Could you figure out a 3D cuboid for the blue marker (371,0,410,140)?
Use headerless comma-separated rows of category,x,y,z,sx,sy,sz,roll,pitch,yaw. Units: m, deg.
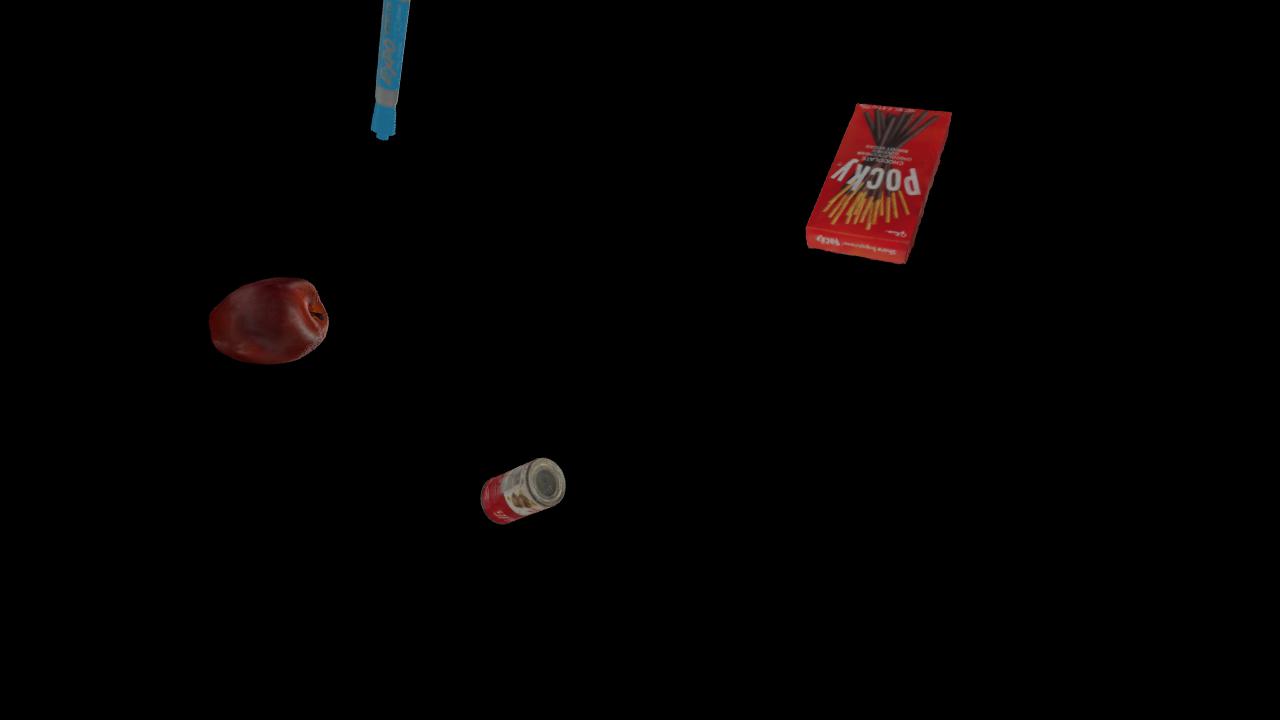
blue marker,-0.193,-0.231,0.476,0.020,0.121,0.020,16,31,-10

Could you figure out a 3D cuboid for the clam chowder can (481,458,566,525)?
clam chowder can,-0.158,0.177,0.831,0.102,0.068,0.068,-28,-16,34

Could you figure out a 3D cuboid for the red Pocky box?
red Pocky box,0.203,-0.154,0.521,0.083,0.155,0.028,16,-25,23

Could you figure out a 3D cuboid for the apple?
apple,-0.318,-0.032,0.531,0.093,0.079,0.079,-12,0,2
